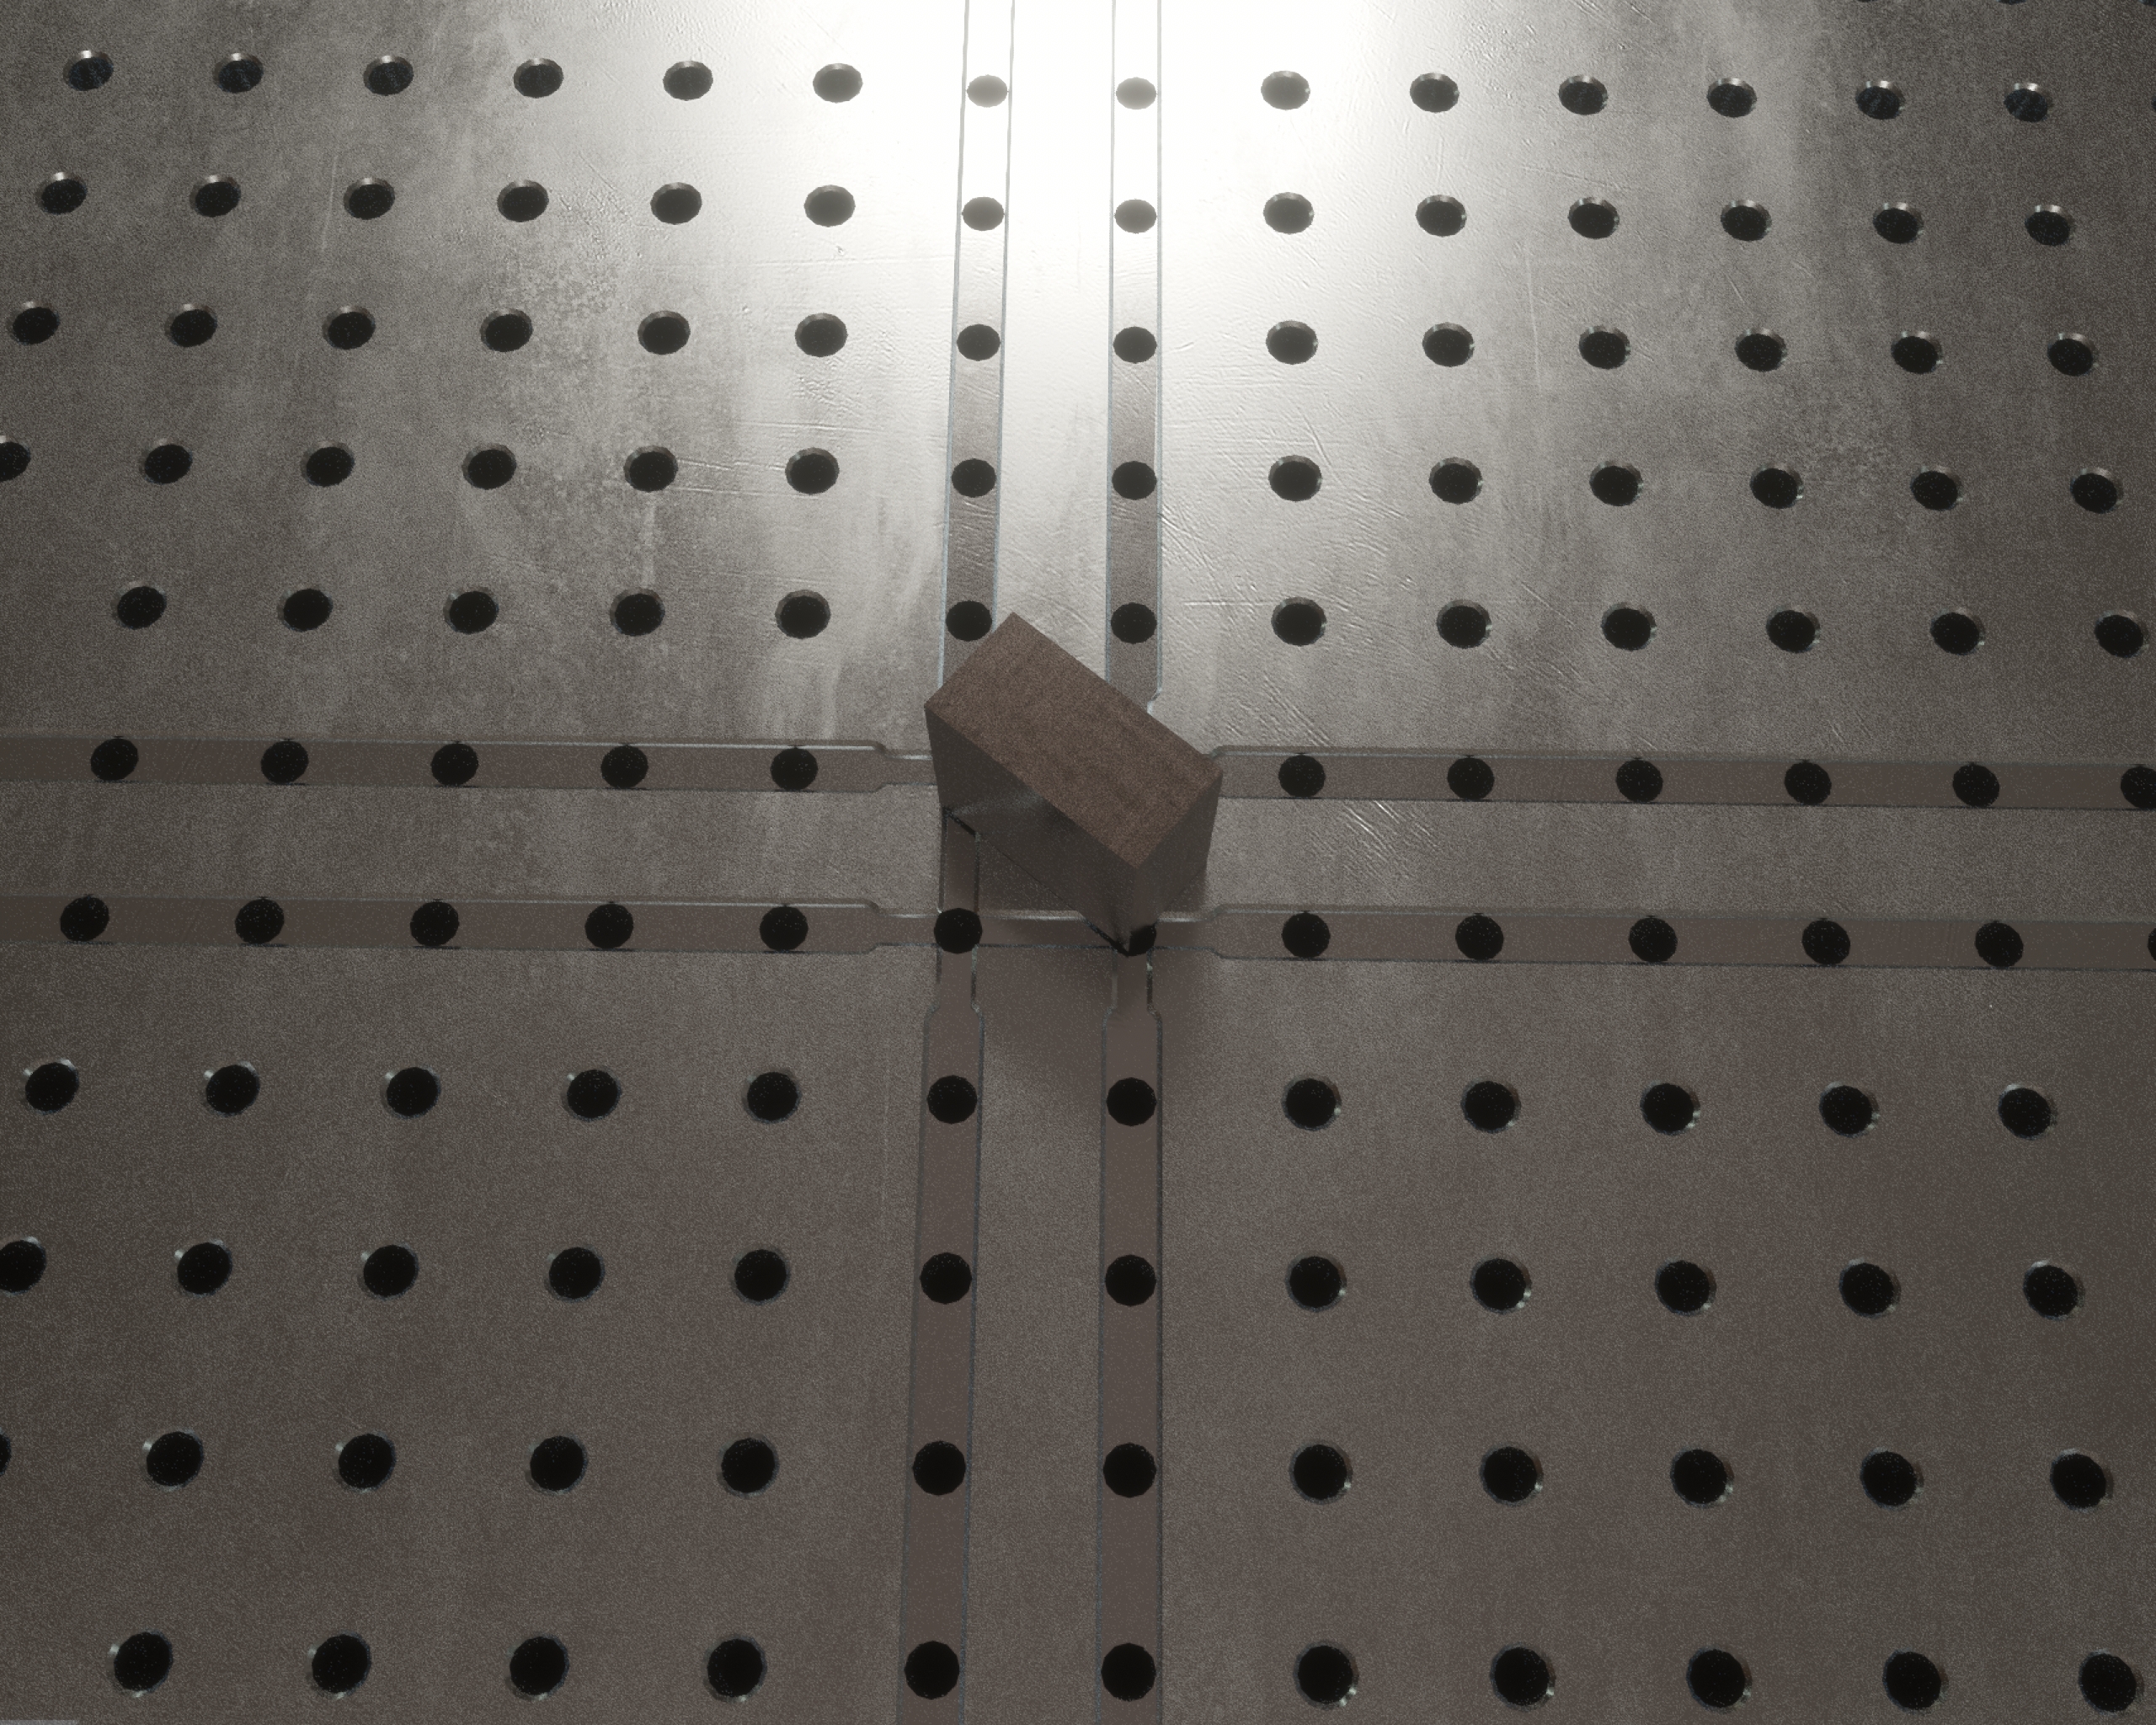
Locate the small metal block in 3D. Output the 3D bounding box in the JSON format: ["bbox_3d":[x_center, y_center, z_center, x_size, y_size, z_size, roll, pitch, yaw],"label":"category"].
[{"bbox_3d":[-0.001,-0.014,0.403,0.050,0.050,0.025,38,74,12],"label":"small metal block"}]
